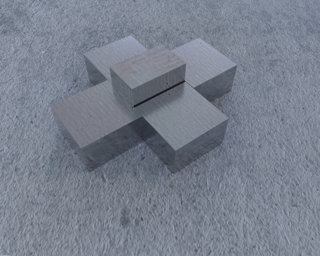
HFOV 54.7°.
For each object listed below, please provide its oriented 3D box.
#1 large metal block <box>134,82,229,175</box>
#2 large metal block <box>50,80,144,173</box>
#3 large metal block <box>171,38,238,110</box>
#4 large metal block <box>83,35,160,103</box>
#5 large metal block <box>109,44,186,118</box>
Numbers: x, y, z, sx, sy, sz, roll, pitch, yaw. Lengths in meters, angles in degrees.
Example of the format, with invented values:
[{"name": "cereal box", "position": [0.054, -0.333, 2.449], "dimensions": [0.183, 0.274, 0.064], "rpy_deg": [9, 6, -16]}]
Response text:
[{"name": "large metal block", "position": [0.025, -0.002, 0.390], "dimensions": [0.081, 0.050, 0.080], "rpy_deg": [-30, 56, -23]}, {"name": "large metal block", "position": [-0.077, -0.005, 0.390], "dimensions": [0.081, 0.050, 0.080], "rpy_deg": [-30, 56, -23]}, {"name": "large metal block", "position": [0.051, -0.079, 0.454], "dimensions": [0.081, 0.050, 0.080], "rpy_deg": [-30, 56, -23]}, {"name": "large metal block", "position": [-0.053, -0.083, 0.457], "dimensions": [0.081, 0.050, 0.080], "rpy_deg": [-30, 56, -23]}, {"name": "large metal block", "position": [-0.015, -0.053, 0.413], "dimensions": [0.081, 0.080, 0.050], "rpy_deg": [-30, 56, -23]}]
